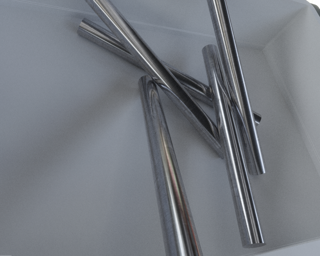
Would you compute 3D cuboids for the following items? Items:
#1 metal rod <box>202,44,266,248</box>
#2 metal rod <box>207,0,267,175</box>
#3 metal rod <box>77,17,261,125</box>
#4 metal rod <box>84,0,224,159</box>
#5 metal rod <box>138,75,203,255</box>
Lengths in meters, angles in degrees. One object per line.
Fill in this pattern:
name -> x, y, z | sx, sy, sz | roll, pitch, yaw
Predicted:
metal rod -> 0.090, 0.001, 0.414 | 0.025, 0.025, 0.299 | 11, 54, -23
metal rod -> 0.103, -0.080, 0.434 | 0.025, 0.025, 0.298 | -18, 95, -35
metal rod -> 0.022, -0.077, 0.463 | 0.301, 0.025, 0.025 | 27, 53, -12
metal rod -> -0.002, -0.076, 0.415 | 0.300, 0.025, 0.025 | 49, 51, -8
metal rod -> 0.001, 0.020, 0.313 | 0.025, 0.025, 0.300 | 16, 30, -19
